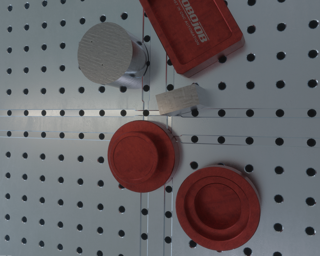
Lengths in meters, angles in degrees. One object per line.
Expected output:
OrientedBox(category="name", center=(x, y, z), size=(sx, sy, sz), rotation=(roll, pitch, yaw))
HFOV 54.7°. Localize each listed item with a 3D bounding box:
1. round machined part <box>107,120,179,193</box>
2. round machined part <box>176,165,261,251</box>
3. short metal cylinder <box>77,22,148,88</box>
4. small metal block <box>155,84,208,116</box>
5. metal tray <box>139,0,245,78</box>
OrientedBox(category="round machined part", center=(-0.027, 0.038, 0.413), size=(0.098, 0.042, 0.097), rotation=(0, 90, 20))
OrientedBox(category="round machined part", center=(0.072, 0.094, 0.378), size=(0.098, 0.042, 0.097), rotation=(0, 90, 19))
OrientedBox(category="short metal cylinder", center=(-0.063, -0.096, 0.422), size=(0.080, 0.050, 0.079), rotation=(0, 90, 20))
OrientedBox(category="small metal block", center=(0.029, -0.034, 0.389), size=(0.050, 0.050, 0.025), rotation=(-14, 85, 19))
OrientedBox(category="metal tray", center=(0.037, -0.142, 0.396), size=(0.090, 0.030, 0.130), rotation=(-29, 81, 17))
